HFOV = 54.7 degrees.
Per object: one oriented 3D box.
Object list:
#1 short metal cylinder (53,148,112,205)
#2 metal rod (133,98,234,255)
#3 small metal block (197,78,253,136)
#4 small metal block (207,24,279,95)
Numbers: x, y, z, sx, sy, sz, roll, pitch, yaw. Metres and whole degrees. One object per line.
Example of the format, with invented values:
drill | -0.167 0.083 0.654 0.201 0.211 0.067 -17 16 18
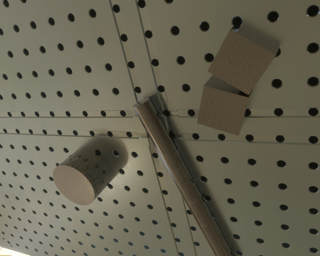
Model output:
short metal cylinder | -0.128 0.080 0.512 0.080 0.050 0.079 13 124 21
metal rod | 0.043 0.093 0.445 0.025 0.025 0.299 -17 110 35
small metal block | 0.074 -0.025 0.357 0.050 0.025 0.050 18 126 17
small metal block | 0.086 -0.071 0.322 0.050 0.025 0.050 32 129 7
